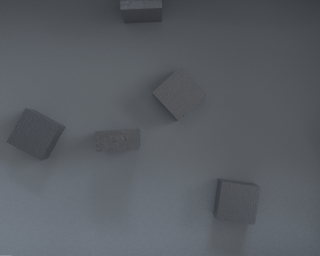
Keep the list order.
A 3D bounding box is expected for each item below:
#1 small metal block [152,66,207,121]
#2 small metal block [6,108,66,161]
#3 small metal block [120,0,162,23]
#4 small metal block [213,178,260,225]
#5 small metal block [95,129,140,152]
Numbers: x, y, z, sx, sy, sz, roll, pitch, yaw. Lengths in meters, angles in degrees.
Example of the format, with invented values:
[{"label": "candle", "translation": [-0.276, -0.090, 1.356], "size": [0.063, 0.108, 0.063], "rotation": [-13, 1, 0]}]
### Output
[{"label": "small metal block", "translation": [0.025, -0.044, 0.412], "size": [0.050, 0.025, 0.050], "rotation": [-43, 91, 0]}, {"label": "small metal block", "translation": [-0.163, 0.008, 0.409], "size": [0.050, 0.025, 0.050], "rotation": [29, 90, -1]}, {"label": "small metal block", "translation": [-0.023, -0.156, 0.399], "size": [0.050, 0.050, 0.025], "rotation": [-3, 90, -1]}, {"label": "small metal block", "translation": [0.102, 0.097, 0.413], "size": [0.050, 0.025, 0.050], "rotation": [8, 90, -1]}, {"label": "small metal block", "translation": [-0.052, 0.015, 0.398], "size": [0.050, 0.050, 0.025], "rotation": [-3, 90, -1]}]
